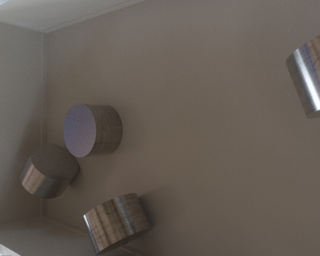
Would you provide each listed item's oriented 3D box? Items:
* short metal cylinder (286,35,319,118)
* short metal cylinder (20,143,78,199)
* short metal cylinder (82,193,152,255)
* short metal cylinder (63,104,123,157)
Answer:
[{"bbox_3d":[0.150,-0.045,0.247,0.080,0.081,0.050,-25,74,37],"label":"short metal cylinder"},{"bbox_3d":[-0.187,0.072,0.526,0.050,0.081,0.080,-52,60,27],"label":"short metal cylinder"},{"bbox_3d":[-0.057,0.129,0.418,0.080,0.081,0.050,-42,65,32],"label":"short metal cylinder"},{"bbox_3d":[-0.104,0.004,0.476,0.080,0.050,0.080,0,90,40],"label":"short metal cylinder"}]
